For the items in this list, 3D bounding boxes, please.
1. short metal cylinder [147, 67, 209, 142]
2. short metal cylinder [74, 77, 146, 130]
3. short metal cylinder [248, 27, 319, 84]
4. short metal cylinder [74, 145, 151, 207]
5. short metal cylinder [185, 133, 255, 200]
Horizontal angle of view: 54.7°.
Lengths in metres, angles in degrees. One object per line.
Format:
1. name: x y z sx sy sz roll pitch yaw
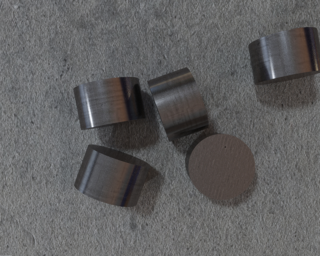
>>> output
1. short metal cylinder: 0.022 -0.029 0.382 0.050 0.080 0.080 -20 90 0
2. short metal cylinder: -0.061 -0.029 0.382 0.080 0.080 0.050 -10 90 0
3. short metal cylinder: 0.155 -0.086 0.383 0.080 0.080 0.050 -10 90 0
4. short metal cylinder: -0.058 0.057 0.382 0.080 0.080 0.050 20 90 0
5. short metal cylinder: 0.075 0.047 0.398 0.081 0.050 0.080 0 90 0
